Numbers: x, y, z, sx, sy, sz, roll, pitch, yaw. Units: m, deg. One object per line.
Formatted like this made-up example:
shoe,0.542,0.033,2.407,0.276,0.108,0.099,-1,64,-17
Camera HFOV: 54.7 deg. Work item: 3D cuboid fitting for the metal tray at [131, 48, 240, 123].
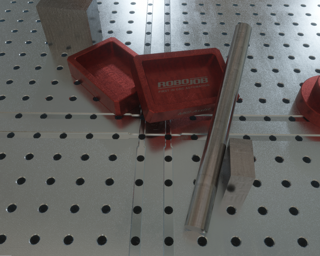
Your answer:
metal tray,0.034,-0.062,0.430,0.131,0.030,0.090,-10,67,-18

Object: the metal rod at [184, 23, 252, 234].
metal rod,0.080,-0.020,0.390,0.025,0.025,0.300,13,62,10

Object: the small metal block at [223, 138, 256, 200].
small metal block,0.088,0.047,0.353,0.025,0.050,0.050,6,50,4

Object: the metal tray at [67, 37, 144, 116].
metal tray,-0.068,-0.083,0.473,0.091,0.030,0.130,-34,58,-26

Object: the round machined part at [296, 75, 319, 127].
round machined part,0.250,-0.044,0.437,0.099,0.042,0.098,0,50,0

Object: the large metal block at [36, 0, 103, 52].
large metal block,-0.147,-0.176,0.518,0.080,0.080,0.050,7,51,5
